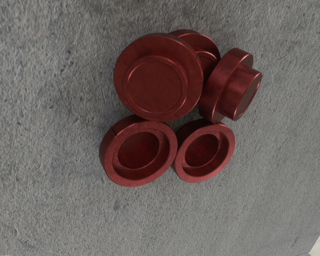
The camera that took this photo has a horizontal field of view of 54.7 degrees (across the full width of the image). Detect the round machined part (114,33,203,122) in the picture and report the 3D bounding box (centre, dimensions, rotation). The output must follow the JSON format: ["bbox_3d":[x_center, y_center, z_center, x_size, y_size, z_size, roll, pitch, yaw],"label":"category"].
[{"bbox_3d":[-0.003,-0.050,0.336,0.099,0.042,0.097,3,117,7],"label":"round machined part"}]

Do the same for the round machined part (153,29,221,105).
[{"bbox_3d":[0.034,-0.066,0.376,0.099,0.042,0.097,-14,125,-21],"label":"round machined part"}]

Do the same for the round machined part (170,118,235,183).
[{"bbox_3d":[0.055,0.027,0.446,0.099,0.042,0.097,-14,125,-21],"label":"round machined part"}]

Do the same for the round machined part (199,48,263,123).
[{"bbox_3d":[0.094,-0.048,0.393,0.098,0.042,0.097,-46,155,-28],"label":"round machined part"}]

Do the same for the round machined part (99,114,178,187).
[{"bbox_3d":[-0.030,0.024,0.397,0.099,0.042,0.097,-14,125,-21],"label":"round machined part"}]
